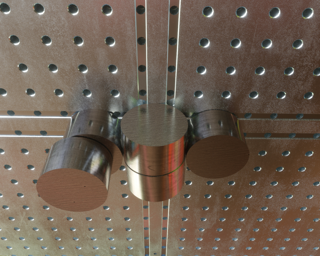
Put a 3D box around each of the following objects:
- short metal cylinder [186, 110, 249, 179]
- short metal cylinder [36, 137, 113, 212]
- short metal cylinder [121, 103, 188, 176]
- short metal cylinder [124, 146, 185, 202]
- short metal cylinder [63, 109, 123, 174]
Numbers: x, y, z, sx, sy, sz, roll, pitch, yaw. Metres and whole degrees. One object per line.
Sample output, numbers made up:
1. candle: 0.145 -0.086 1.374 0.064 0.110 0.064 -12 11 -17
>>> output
1. short metal cylinder: 0.073 0.022 0.414 0.081 0.050 0.079 0 130 0
2. short metal cylinder: -0.101 0.057 0.375 0.081 0.050 0.079 0 130 0
3. short metal cylinder: -0.007 0.013 0.387 0.081 0.080 0.050 1 131 -1
4. short metal cylinder: -0.006 0.052 0.419 0.080 0.080 0.050 -1 130 0
5. short metal cylinder: -0.088 0.021 0.412 0.081 0.050 0.079 0 130 0
